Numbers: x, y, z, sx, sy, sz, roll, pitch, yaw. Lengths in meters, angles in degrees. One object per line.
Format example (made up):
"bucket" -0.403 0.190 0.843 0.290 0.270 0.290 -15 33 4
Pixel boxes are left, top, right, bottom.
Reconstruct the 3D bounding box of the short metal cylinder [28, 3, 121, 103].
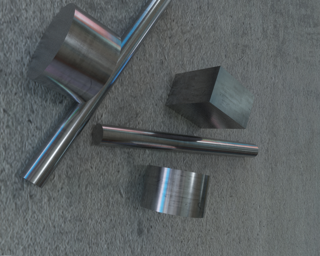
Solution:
"short metal cylinder" -0.083 -0.071 0.299 0.050 0.080 0.080 28 72 -37

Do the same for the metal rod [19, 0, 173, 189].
"metal rod" -0.056 -0.068 0.357 0.025 0.025 0.300 44 63 -31

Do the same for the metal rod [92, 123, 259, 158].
"metal rod" 0.045 0.023 0.442 0.302 0.025 0.025 8 85 -40

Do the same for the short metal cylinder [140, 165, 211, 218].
"short metal cylinder" 0.019 0.078 0.385 0.081 0.080 0.050 17 79 -39

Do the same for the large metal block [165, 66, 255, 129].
"large metal block" 0.069 -0.038 0.426 0.080 0.080 0.050 30 71 -36
